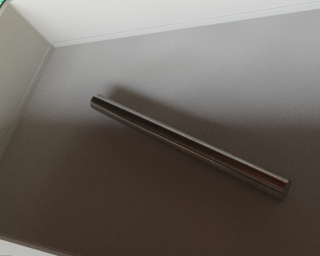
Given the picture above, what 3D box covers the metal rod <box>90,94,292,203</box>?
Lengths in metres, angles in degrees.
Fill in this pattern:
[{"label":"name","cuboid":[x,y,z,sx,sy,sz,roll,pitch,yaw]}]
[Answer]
[{"label":"metal rod","cuboid":[0.013,0.011,0.391,0.300,0.025,0.025,25,75,36]}]
